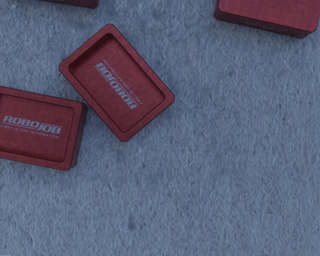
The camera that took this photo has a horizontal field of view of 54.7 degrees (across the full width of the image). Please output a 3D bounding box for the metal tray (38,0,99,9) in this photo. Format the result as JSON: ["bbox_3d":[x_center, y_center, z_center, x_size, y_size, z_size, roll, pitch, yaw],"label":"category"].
[{"bbox_3d":[-0.142,-0.214,0.405,0.131,0.030,0.089,9,90,-1],"label":"metal tray"}]

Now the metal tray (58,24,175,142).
[{"bbox_3d":[-0.055,-0.057,0.406,0.090,0.030,0.130,-41,91,0],"label":"metal tray"}]

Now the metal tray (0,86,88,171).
[{"bbox_3d":[-0.169,-0.001,0.405,0.131,0.030,0.089,11,90,-1],"label":"metal tray"}]

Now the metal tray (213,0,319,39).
[{"bbox_3d":[0.146,-0.179,0.409,0.131,0.030,0.089,13,90,-1],"label":"metal tray"}]
